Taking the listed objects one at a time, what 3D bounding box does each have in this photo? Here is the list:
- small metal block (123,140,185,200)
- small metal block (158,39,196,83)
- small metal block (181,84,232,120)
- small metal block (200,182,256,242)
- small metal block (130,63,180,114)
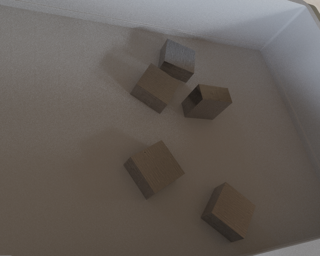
[{"bbox_3d":[-0.007,0.050,0.373,0.050,0.025,0.050,-27,77,-37],"label":"small metal block"},{"bbox_3d":[0.027,-0.106,0.486,0.050,0.025,0.050,19,54,-17],"label":"small metal block"},{"bbox_3d":[0.067,-0.037,0.450,0.050,0.050,0.025,4,60,-27],"label":"small metal block"},{"bbox_3d":[0.087,0.105,0.390,0.050,0.025,0.050,39,51,-2],"label":"small metal block"},{"bbox_3d":[-0.006,-0.056,0.438,0.050,0.025,0.050,34,51,-7],"label":"small metal block"}]
